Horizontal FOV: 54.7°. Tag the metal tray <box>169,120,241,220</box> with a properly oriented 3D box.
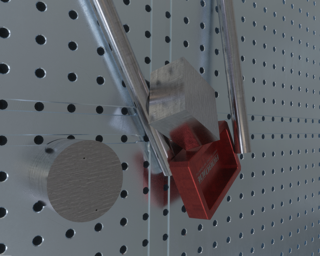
[{"bbox_3d":[0.071,0.056,0.446,0.131,0.030,0.090,-40,115,-47],"label":"metal tray"}]

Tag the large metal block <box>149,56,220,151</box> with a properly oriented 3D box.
[{"bbox_3d":[0.031,-0.029,0.394,0.080,0.050,0.080,36,43,-43],"label":"large metal block"}]

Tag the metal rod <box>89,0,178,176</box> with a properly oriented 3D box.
[{"bbox_3d":[-0.038,-0.073,0.377,0.025,0.025,0.299,-35,112,-34],"label":"metal rod"}]

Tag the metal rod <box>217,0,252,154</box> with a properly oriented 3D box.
[{"bbox_3d":[0.112,-0.110,0.483,0.025,0.025,0.298,-5,87,-40],"label":"metal rod"}]

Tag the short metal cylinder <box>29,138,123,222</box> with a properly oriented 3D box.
[{"bbox_3d":[-0.086,0.051,0.321,0.081,0.050,0.079,0,90,-40],"label":"short metal cylinder"}]
